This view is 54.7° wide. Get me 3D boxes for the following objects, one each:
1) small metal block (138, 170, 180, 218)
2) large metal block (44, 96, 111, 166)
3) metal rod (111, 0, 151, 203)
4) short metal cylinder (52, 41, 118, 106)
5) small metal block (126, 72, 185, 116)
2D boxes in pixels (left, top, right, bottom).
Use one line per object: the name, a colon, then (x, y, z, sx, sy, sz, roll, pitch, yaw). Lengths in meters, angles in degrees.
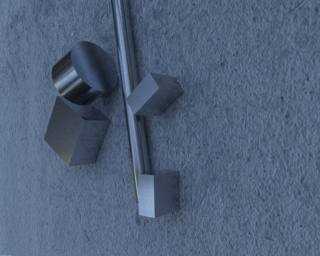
small metal block: (0.000, 0.080, 0.387, 0.025, 0.050, 0.050, -2, 89, 40)
large metal block: (-0.134, 0.004, 0.496, 0.080, 0.050, 0.079, 36, 112, 34)
metal rod: (-0.040, -0.048, 0.435, 0.025, 0.025, 0.298, -13, 82, 39)
short metal cylinder: (-0.110, -0.080, 0.457, 0.050, 0.081, 0.080, -27, 73, 36)
small metal block: (-0.006, -0.041, 0.392, 0.050, 0.050, 0.025, -44, 64, 31)
